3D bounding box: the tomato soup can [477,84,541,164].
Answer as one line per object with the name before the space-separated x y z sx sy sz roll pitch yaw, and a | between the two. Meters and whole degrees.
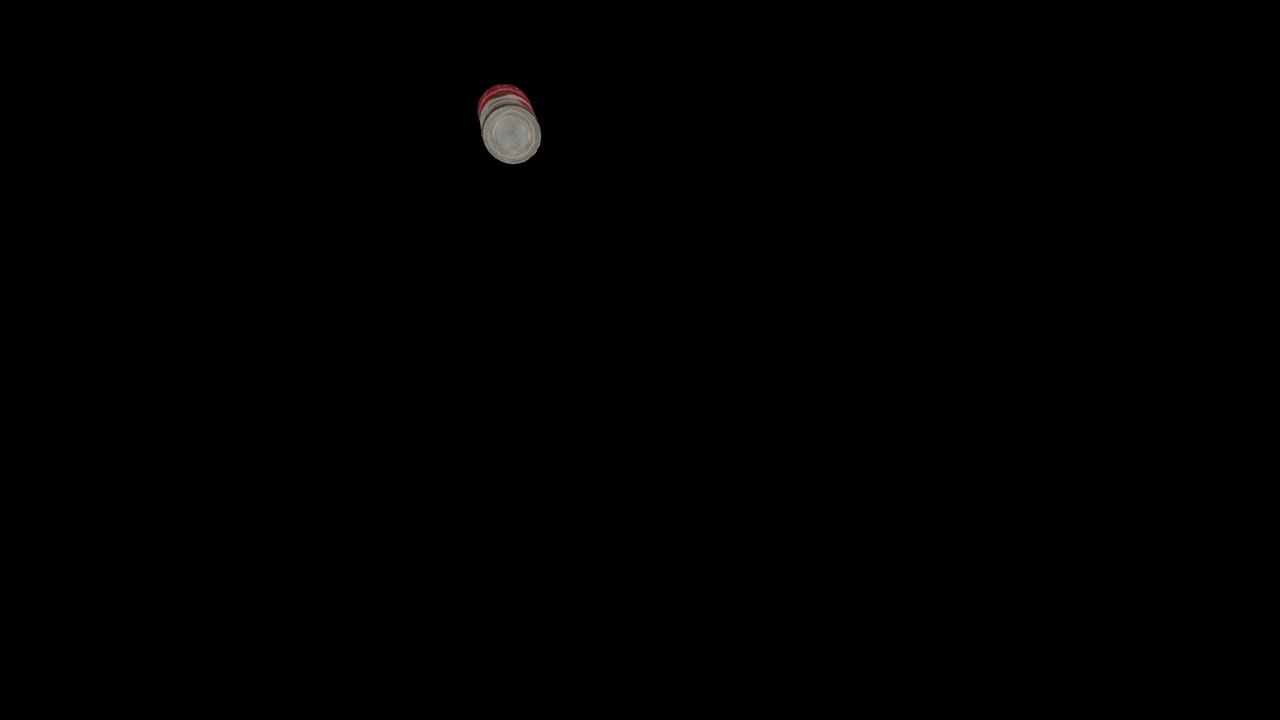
tomato soup can | -0.155 -0.278 0.725 0.068 0.068 0.101 0 35 -17
